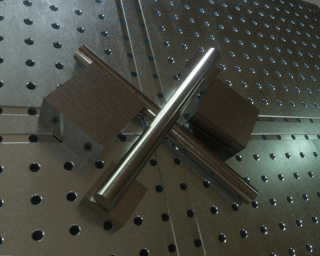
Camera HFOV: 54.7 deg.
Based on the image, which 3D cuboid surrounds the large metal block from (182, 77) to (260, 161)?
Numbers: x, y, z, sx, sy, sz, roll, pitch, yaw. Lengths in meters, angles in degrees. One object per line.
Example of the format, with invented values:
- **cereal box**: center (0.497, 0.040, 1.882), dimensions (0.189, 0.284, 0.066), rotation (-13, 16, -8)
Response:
- **large metal block**: center (0.088, -0.012, 0.447), dimensions (0.080, 0.050, 0.080), rotation (37, 51, -4)

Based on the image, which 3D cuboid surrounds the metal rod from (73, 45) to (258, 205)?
- **metal rod**: center (0.009, -0.004, 0.414), dimensions (0.300, 0.025, 0.025), rotation (40, 51, -1)

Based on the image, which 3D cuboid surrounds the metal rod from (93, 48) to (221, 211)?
- **metal rod**: center (0.015, -0.022, 0.397), dimensions (0.025, 0.025, 0.301), rotation (39, 51, -2)

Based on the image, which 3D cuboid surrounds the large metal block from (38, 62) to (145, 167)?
- **large metal block**: center (-0.078, -0.017, 0.360), dimensions (0.080, 0.050, 0.080), rotation (40, 51, -1)

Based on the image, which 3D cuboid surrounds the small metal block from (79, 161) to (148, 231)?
- **small metal block**: center (-0.049, 0.074, 0.336), dimensions (0.050, 0.025, 0.050), rotation (38, 51, -3)

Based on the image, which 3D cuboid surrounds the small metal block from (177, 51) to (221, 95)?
- **small metal block**: center (0.063, -0.088, 0.496), dimensions (0.050, 0.025, 0.050), rotation (39, 51, -2)
